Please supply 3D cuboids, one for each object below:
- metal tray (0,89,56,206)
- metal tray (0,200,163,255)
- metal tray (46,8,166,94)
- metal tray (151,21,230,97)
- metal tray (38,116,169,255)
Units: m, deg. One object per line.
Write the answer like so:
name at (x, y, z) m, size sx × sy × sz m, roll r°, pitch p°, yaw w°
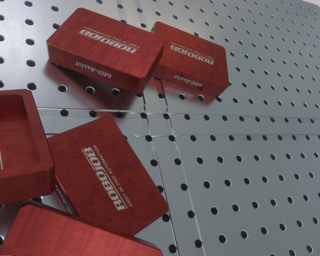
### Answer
metal tray at (-0.152, 0.012, 0.275) m, size 0.091 × 0.030 × 0.130 m, roll -8°, pitch 39°, yaw -27°
metal tray at (-0.073, 0.127, 0.267) m, size 0.131 × 0.030 × 0.090 m, roll 25°, pitch 75°, yaw -13°
metal tray at (-0.068, -0.105, 0.411) m, size 0.130 × 0.030 × 0.090 m, roll 21°, pitch 53°, yaw 3°
metal tray at (0.045, -0.109, 0.495) m, size 0.131 × 0.030 × 0.090 m, roll 15°, pitch 56°, yaw -20°
metal tray at (-0.062, 0.058, 0.336) m, size 0.091 × 0.030 × 0.130 m, roll -25°, pitch 75°, yaw -37°
